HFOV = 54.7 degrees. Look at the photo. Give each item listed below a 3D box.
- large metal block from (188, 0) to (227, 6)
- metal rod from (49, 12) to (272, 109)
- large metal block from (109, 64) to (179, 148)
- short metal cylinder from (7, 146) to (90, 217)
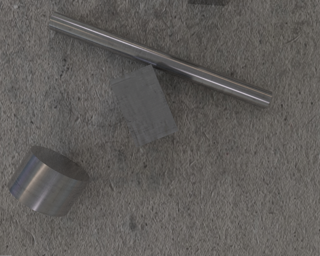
[{"bbox_3d":[0.065,-0.208,0.383,0.050,0.080,0.080,3,90,0],"label":"large metal block"},{"bbox_3d":[0.001,-0.089,0.409,0.301,0.025,0.025,20,90,0],"label":"metal rod"},{"bbox_3d":[-0.018,-0.025,0.382,0.050,0.080,0.080,-22,90,0],"label":"large metal block"},{"bbox_3d":[-0.135,0.064,0.381,0.080,0.080,0.050,33,90,0],"label":"short metal cylinder"}]
